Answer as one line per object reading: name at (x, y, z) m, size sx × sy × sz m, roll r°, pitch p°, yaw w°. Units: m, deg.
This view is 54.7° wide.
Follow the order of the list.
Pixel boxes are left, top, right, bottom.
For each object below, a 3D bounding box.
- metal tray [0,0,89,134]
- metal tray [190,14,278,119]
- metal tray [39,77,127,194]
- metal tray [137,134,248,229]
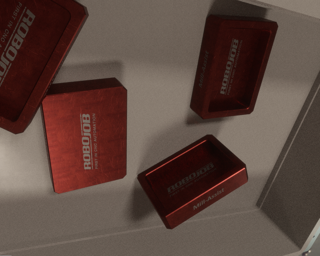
metal tray at (-0.133, -0.070, 0.270) m, size 0.090 × 0.030 × 0.129 m, roll 29°, pitch 103°, yaw -17°
metal tray at (0.096, -0.079, 0.410) m, size 0.091 × 0.030 × 0.129 m, roll -7°, pitch 122°, yaw -25°
metal tray at (-0.087, 0.010, 0.365) m, size 0.091 × 0.030 × 0.129 m, roll -10°, pitch 123°, yaw -23°
metal tray at (0.044, 0.070, 0.436) m, size 0.131 × 0.090 × 0.030 m, roll -29°, pitch 129°, yaw -10°
